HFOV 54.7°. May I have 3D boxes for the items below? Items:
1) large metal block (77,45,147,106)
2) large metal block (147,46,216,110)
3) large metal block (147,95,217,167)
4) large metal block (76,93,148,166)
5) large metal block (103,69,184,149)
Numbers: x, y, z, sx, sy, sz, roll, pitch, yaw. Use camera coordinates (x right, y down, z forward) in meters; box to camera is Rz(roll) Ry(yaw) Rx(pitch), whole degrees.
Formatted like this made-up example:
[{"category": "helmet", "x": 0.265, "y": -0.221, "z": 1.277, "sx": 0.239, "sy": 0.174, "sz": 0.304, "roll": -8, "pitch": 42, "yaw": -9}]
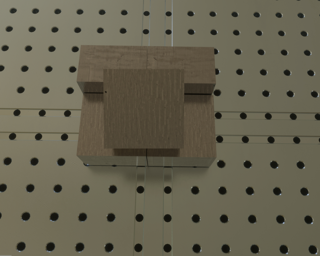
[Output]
[{"category": "large metal block", "x": -0.056, "y": -0.063, "z": 0.404, "sx": 0.081, "sy": 0.080, "sz": 0.050, "roll": 1, "pitch": 70, "yaw": 0}, {"category": "large metal block", "x": 0.025, "y": -0.062, "z": 0.404, "sx": 0.081, "sy": 0.080, "sz": 0.050, "roll": 1, "pitch": 70, "yaw": 0}, {"category": "large metal block", "x": 0.026, "y": 0.004, "z": 0.394, "sx": 0.081, "sy": 0.050, "sz": 0.080, "roll": 1, "pitch": 70, "yaw": 0}, {"category": "large metal block", "x": -0.056, "y": 0.003, "z": 0.395, "sx": 0.081, "sy": 0.050, "sz": 0.080, "roll": 1, "pitch": 70, "yaw": 0}, {"category": "large metal block", "x": -0.016, "y": -0.021, "z": 0.335, "sx": 0.081, "sy": 0.050, "sz": 0.079, "roll": 0, "pitch": 94, "yaw": -1}]
